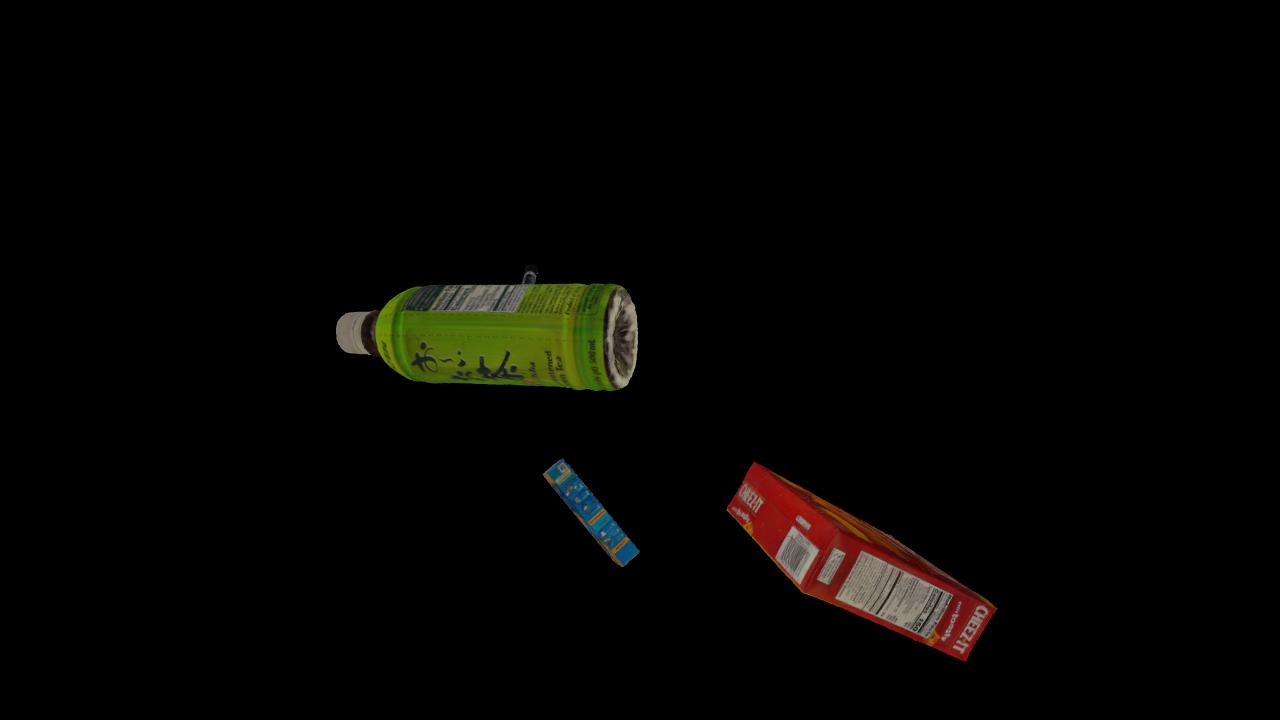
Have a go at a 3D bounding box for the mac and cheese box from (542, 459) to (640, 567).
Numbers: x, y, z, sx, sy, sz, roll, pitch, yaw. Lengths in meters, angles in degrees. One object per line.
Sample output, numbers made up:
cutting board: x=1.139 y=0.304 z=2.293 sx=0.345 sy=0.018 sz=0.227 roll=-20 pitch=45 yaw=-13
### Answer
mac and cheese box: x=-0.080 y=0.238 z=0.967 sx=0.041 sy=0.184 sz=0.093 roll=-39 pitch=-1 yaw=-18

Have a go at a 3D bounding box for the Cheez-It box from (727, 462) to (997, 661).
Cheez-It box: x=0.219 y=0.203 z=0.632 sx=0.223 sy=0.071 sz=0.166 roll=29 pitch=2 yaw=-20

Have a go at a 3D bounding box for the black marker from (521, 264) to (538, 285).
black marker: x=-0.152 y=-0.102 z=0.836 sx=0.020 sy=0.020 sz=0.121 roll=0 pitch=30 yaw=-4

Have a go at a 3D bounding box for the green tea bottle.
green tea bottle: x=-0.110 y=-0.018 z=0.419 sx=0.212 sy=0.073 sz=0.073 roll=4 pitch=1 yaw=17
